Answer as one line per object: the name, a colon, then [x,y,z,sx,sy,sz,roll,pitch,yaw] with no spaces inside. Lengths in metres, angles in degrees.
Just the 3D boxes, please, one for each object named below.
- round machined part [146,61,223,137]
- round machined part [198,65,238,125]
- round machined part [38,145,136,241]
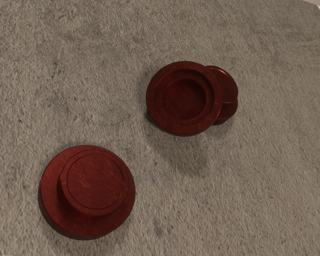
round machined part: [0.033,-0.036,0.414,0.099,0.042,0.098,-1,79,5]
round machined part: [0.079,-0.056,0.472,0.099,0.042,0.098,14,56,-21]
round machined part: [-0.071,0.061,0.319,0.099,0.042,0.098,14,56,-21]
